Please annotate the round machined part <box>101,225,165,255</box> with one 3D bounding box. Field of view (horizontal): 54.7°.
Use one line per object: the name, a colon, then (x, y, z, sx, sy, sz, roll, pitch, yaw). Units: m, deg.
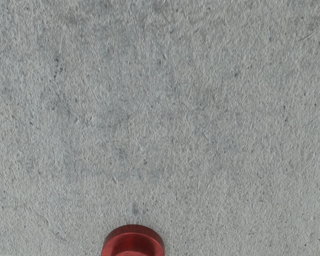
round machined part: (-0.042, 0.201, 0.475, 0.099, 0.042, 0.097, 0, 110, 0)
